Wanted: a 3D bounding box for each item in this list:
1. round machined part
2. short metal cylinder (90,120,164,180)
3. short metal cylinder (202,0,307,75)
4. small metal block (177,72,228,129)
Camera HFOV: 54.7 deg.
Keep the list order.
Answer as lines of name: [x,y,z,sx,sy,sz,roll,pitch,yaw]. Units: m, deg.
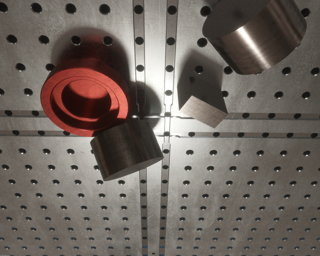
round machined part: [-0.085,-0.039,0.366,0.099,0.042,0.097,-1,130,0]
short metal cylinder: [-0.041,0.029,0.393,0.080,0.050,0.080,-21,168,-4]
short metal cylinder: [0.088,-0.097,0.294,0.080,0.080,0.050,-34,123,25]
small metal block: [0.049,-0.033,0.368,0.050,0.050,0.025,25,126,-20]
